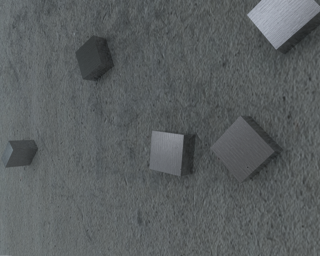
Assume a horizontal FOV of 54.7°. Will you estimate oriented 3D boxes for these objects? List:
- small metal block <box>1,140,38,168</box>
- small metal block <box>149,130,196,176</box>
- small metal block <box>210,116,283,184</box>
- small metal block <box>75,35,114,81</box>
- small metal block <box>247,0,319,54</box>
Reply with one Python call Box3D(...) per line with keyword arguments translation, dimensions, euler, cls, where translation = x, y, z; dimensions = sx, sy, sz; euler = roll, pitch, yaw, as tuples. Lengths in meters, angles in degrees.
Box3D(translation=(-0.282, 0.051, 0.622), dimensions=(0.025, 0.050, 0.050), euler=(50, 120, 28), cls="small metal block")
Box3D(translation=(0.015, 0.030, 0.392), dimensions=(0.050, 0.025, 0.050), euler=(7, 95, 39), cls="small metal block")
Box3D(translation=(0.091, 0.022, 0.330), dimensions=(0.050, 0.025, 0.050), euler=(-52, 60, 27), cls="small metal block")
Box3D(translation=(-0.104, -0.110, 0.491), dimensions=(0.050, 0.025, 0.050), euler=(-29, 72, 36), cls="small metal block")
Box3D(translation=(0.124, -0.110, 0.303), dimensions=(0.050, 0.025, 0.050), euler=(-43, 64, 31), cls="small metal block")
